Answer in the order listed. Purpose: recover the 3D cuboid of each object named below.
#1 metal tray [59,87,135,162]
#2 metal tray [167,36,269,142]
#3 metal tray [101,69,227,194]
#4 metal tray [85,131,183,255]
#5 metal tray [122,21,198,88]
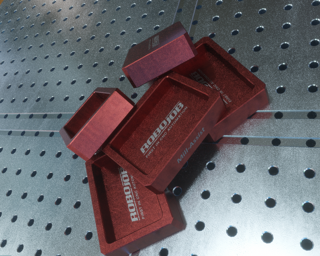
[{"bbox_3d":[-0.090,-0.012,0.418,0.090,0.030,0.130,-51,22,-8],"label":"metal tray"},{"bbox_3d":[0.064,-0.055,0.404,0.090,0.030,0.130,-37,51,3],"label":"metal tray"},{"bbox_3d":[0.003,0.000,0.364,0.090,0.030,0.130,32,79,37],"label":"metal tray"},{"bbox_3d":[-0.037,0.076,0.376,0.090,0.030,0.130,-29,52,9],"label":"metal tray"},{"bbox_3d":[-0.001,-0.106,0.431,0.090,0.030,0.130,-27,23,11],"label":"metal tray"}]
